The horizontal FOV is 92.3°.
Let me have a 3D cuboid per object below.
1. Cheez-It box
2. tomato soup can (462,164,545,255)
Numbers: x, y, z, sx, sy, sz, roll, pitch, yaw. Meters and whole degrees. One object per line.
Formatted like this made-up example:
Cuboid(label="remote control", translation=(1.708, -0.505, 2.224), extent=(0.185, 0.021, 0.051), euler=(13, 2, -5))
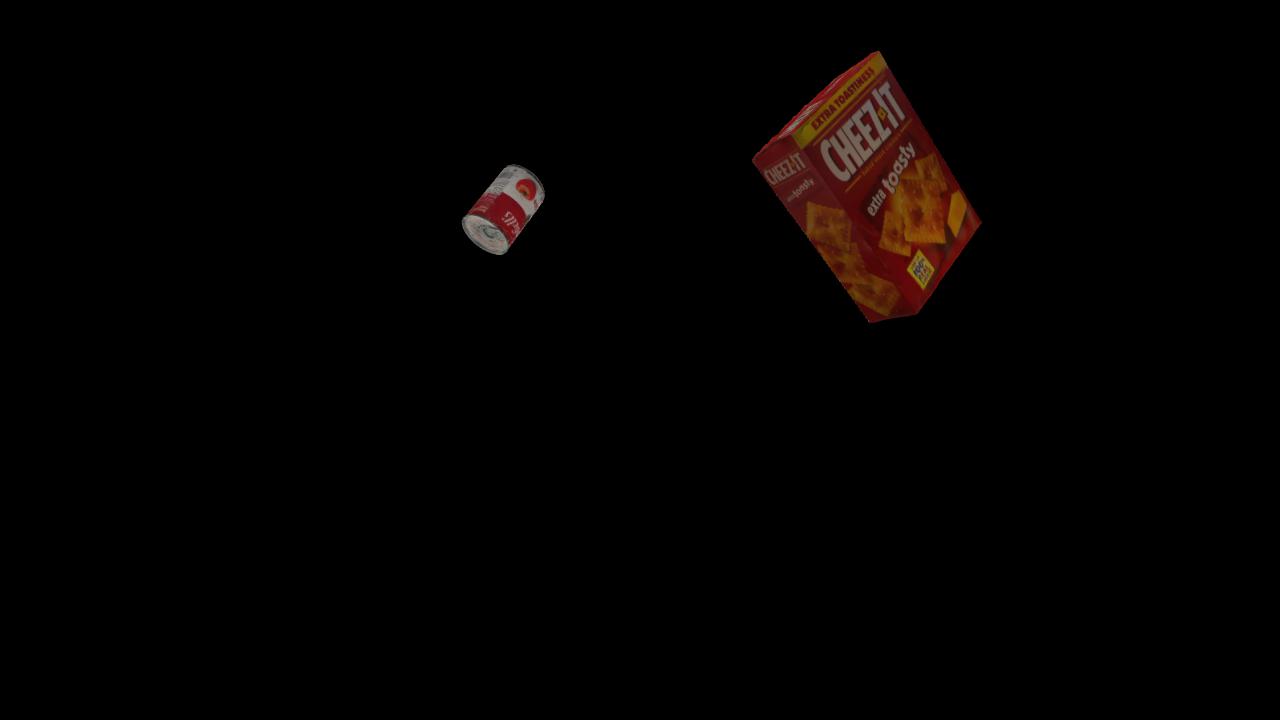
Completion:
Cuboid(label="Cheez-It box", translation=(0.243, -0.175, 0.639), extent=(0.166, 0.223, 0.071), euler=(-46, 15, -24))
Cuboid(label="tomato soup can", translation=(-0.176, -0.196, 0.800), extent=(0.068, 0.101, 0.068), euler=(21, -29, 12))
